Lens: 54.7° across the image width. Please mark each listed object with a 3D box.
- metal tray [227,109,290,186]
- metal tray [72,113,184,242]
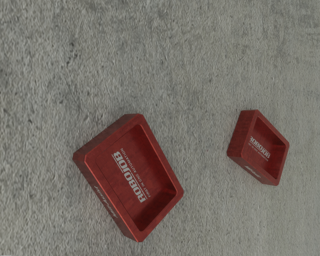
[{"bbox_3d":[0.178,0.037,0.550,0.130,0.030,0.090,36,68,-34],"label":"metal tray"},{"bbox_3d":[-0.032,0.059,0.374,0.090,0.030,0.130,-41,115,-32],"label":"metal tray"}]
